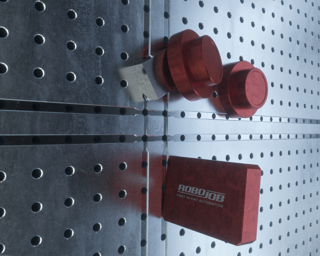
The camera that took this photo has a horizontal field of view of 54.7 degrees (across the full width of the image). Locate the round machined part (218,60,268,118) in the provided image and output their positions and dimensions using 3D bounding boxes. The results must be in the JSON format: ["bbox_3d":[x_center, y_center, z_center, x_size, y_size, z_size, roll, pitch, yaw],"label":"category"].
[{"bbox_3d":[0.146,-0.065,0.524,0.099,0.042,0.097,0,90,-40],"label":"round machined part"}]

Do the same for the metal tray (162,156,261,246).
[{"bbox_3d":[0.060,0.085,0.394,0.030,0.130,0.089,10,84,-40],"label":"metal tray"}]

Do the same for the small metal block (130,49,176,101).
[{"bbox_3d":[-0.004,-0.070,0.408,0.050,0.025,0.050,-39,114,-33],"label":"small metal block"}]

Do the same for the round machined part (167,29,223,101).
[{"bbox_3d":[0.054,-0.089,0.426,0.098,0.042,0.098,25,60,-52],"label":"round machined part"}]
